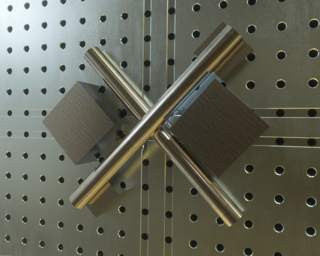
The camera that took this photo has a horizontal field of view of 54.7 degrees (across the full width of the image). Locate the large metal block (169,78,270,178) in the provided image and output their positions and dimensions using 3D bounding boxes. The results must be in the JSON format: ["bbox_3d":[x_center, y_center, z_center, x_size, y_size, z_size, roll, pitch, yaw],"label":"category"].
[{"bbox_3d":[0.073,0.000,0.374,0.080,0.050,0.080,45,104,14],"label":"large metal block"}]

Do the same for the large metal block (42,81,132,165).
[{"bbox_3d":[-0.102,-0.007,0.436,0.080,0.050,0.080,-45,76,14],"label":"large metal block"}]

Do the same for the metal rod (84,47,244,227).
[{"bbox_3d":[-0.003,0.002,0.413,0.025,0.025,0.300,-44,76,15],"label":"metal rod"}]

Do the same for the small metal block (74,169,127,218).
[{"bbox_3d":[-0.085,0.090,0.442,0.050,0.025,0.050,46,104,14],"label":"small metal block"}]

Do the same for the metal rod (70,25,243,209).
[{"bbox_3d":[-0.014,-0.004,0.390,0.299,0.025,0.025,-47,76,14],"label":"metal rod"}]

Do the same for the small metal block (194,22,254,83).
[{"bbox_3d":[0.079,-0.093,0.385,0.050,0.025,0.050,-46,76,14],"label":"small metal block"}]
